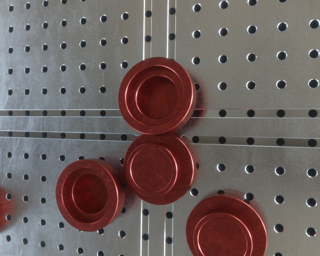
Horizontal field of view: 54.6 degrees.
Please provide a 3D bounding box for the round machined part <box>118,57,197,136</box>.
[{"bbox_3d":[-0.001,-0.038,0.400,0.098,0.042,0.098,-2,82,19],"label":"round machined part"}]

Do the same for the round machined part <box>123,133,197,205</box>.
[{"bbox_3d":[-0.004,0.052,0.405,0.098,0.042,0.097,0,90,20],"label":"round machined part"}]

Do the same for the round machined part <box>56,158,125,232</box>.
[{"bbox_3d":[-0.093,0.091,0.437,0.098,0.042,0.097,0,90,20],"label":"round machined part"}]

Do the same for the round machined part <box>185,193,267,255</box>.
[{"bbox_3d":[0.078,0.131,0.376,0.098,0.042,0.097,0,90,20],"label":"round machined part"}]

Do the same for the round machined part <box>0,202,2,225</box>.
[{"bbox_3d":[-0.318,0.144,0.517,0.098,0.042,0.097,0,90,20],"label":"round machined part"}]
